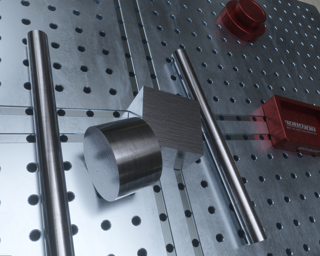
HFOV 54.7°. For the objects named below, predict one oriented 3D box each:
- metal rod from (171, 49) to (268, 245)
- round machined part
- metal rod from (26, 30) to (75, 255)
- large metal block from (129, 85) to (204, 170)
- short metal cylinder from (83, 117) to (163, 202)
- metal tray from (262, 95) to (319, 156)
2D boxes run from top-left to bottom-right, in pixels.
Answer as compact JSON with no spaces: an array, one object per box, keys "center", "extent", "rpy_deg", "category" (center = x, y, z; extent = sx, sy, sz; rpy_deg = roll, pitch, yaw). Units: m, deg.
[{"center":[0.077,0.012,0.444],"extent":[0.025,0.025,0.299],"rpy_deg":[-6,65,-31],"category":"metal rod"},{"center":[0.178,-0.228,0.635],"extent":[0.099,0.042,0.098],"rpy_deg":[14,56,-21],"category":"round machined part"},{"center":[-0.120,0.016,0.334],"extent":[0.025,0.025,0.299],"rpy_deg":[-1,62,-29],"category":"metal rod"},{"center":[0.005,0.002,0.396],"extent":[0.081,0.050,0.080],"rpy_deg":[14,56,-21],"category":"large metal block"},{"center":[-0.042,0.032,0.332],"extent":[0.050,0.080,0.080],"rpy_deg":[-15,70,-34],"category":"short metal cylinder"},{"center":[0.248,-0.002,0.543],"extent":[0.131,0.030,0.090],"rpy_deg":[10,57,-23],"category":"metal tray"}]
